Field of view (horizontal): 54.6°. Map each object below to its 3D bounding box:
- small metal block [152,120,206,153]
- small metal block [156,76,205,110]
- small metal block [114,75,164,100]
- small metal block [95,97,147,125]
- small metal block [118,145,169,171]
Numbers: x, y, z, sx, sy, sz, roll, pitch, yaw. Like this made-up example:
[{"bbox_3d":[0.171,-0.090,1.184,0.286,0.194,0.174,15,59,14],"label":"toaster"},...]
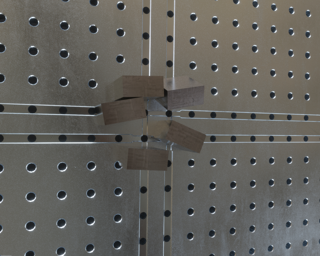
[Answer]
[{"bbox_3d":[0.024,0.011,0.408,0.050,0.050,0.025,23,82,-19],"label":"small metal block"},{"bbox_3d":[0.023,-0.047,0.404,0.050,0.050,0.025,-11,117,-20],"label":"small metal block"},{"bbox_3d":[-0.028,-0.049,0.389,0.050,0.050,0.025,-3,91,-20],"label":"small metal block"},{"bbox_3d":[-0.049,-0.020,0.381,0.050,0.050,0.025,-11,94,-20],"label":"small metal block"},{"bbox_3d":[-0.022,0.037,0.391,0.050,0.050,0.025,5,89,-20],"label":"small metal block"}]
